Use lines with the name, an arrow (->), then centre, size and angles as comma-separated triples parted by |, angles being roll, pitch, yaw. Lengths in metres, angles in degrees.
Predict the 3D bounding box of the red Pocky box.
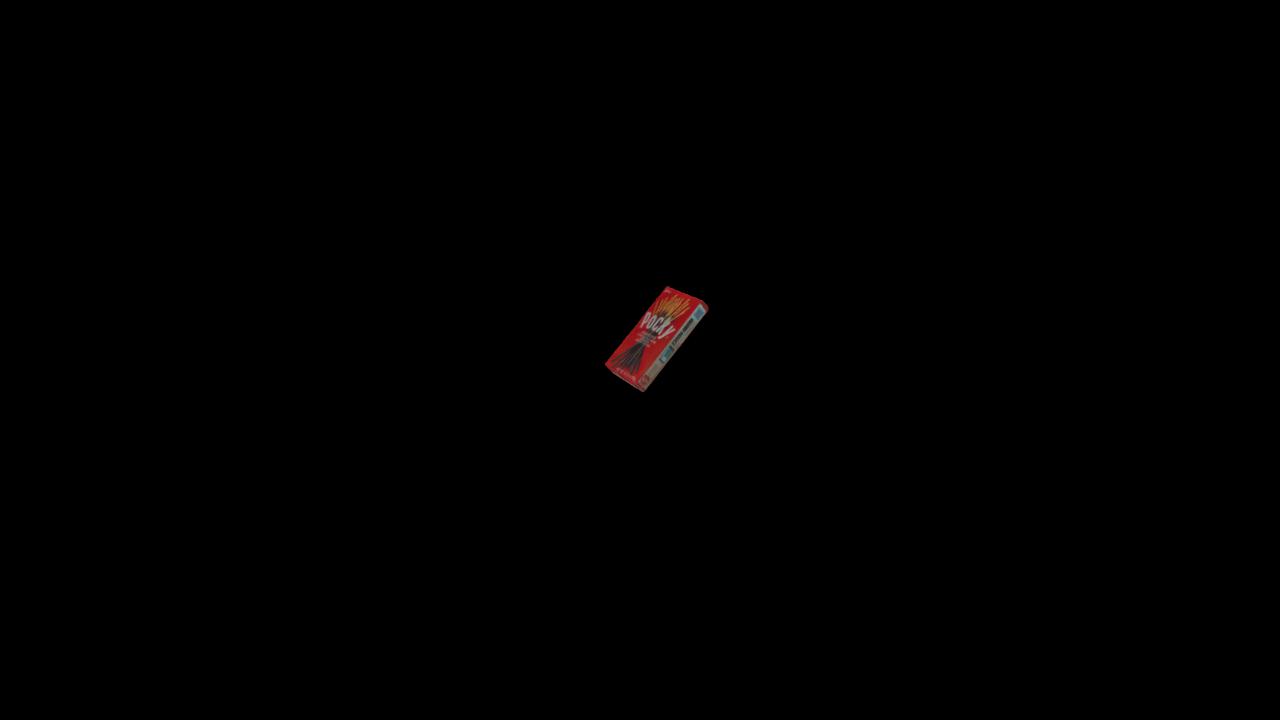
red Pocky box -> 0.023, -0.033, 0.887 | 0.083, 0.155, 0.028 | 29, -12, 49
